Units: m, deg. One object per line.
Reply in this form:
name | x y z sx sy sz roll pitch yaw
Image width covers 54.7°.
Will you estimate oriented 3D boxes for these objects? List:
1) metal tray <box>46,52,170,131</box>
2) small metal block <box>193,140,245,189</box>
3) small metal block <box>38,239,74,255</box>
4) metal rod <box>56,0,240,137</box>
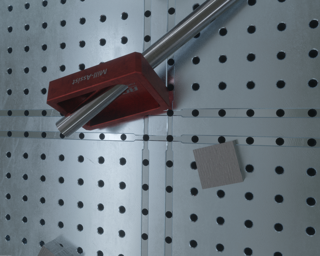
metal tray | -0.064 -0.041 0.398 0.130 0.090 0.030 -14 60 19
small metal block | 0.074 0.045 0.386 0.050 0.025 0.050 -15 85 19
small metal block | -0.161 0.208 0.470 0.050 0.025 0.050 32 100 17
metal rod | -0.009 -0.090 0.389 0.300 0.025 0.025 -38 78 5
